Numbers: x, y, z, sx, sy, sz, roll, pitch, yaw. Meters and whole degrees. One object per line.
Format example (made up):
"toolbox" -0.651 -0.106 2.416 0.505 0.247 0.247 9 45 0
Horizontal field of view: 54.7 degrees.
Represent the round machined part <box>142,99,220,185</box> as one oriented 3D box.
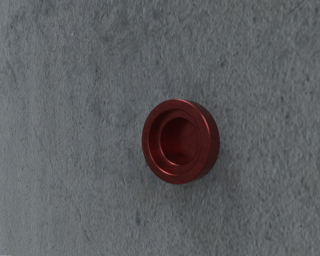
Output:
"round machined part" 0.028 0.016 0.369 0.098 0.042 0.097 0 90 39
